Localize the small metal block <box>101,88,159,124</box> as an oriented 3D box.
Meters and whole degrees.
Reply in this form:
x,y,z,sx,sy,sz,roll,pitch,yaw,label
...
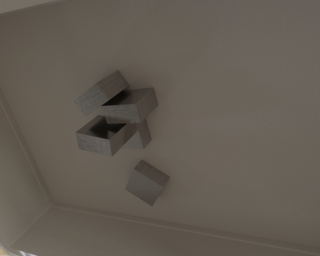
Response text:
x,y,z,sx,sy,sz,roll,pitch,yaw,label
-0.037,-0.029,0.395,0.050,0.050,0.025,-1,118,28,small metal block

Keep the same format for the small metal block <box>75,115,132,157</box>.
x,y,z,sx,sy,sz,roll,pitch,yaw,label
-0.072,0.009,0.404,0.050,0.050,0.025,11,123,23,small metal block

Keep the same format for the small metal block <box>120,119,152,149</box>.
x,y,z,sx,sy,sz,roll,pitch,yaw,label
-0.045,0.001,0.433,0.050,0.025,0.050,0,119,28,small metal block

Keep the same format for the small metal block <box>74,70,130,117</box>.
x,y,z,sx,sy,sz,roll,pitch,yaw,label
-0.075,-0.046,0.404,0.050,0.050,0.025,-29,102,37,small metal block

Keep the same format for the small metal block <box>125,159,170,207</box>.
x,y,z,sx,sy,sz,roll,pitch,yaw,label
-0.020,0.084,0.471,0.050,0.025,0.050,31,129,8,small metal block
